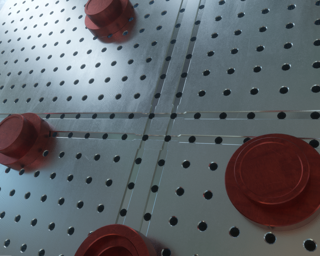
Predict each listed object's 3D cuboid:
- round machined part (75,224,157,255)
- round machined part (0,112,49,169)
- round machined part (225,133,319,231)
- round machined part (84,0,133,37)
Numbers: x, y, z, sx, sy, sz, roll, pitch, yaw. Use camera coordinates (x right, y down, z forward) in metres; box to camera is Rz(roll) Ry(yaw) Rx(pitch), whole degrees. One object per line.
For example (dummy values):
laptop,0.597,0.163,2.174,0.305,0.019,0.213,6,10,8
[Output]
round machined part,-0.044,0.155,0.325,0.098,0.042,0.098,-14,54,21
round machined part,-0.238,0.015,0.515,0.098,0.042,0.098,-13,56,21
round machined part,0.113,0.048,0.309,0.098,0.042,0.098,-13,56,21
round machined part,-0.104,-0.225,0.592,0.098,0.042,0.098,-13,56,21
